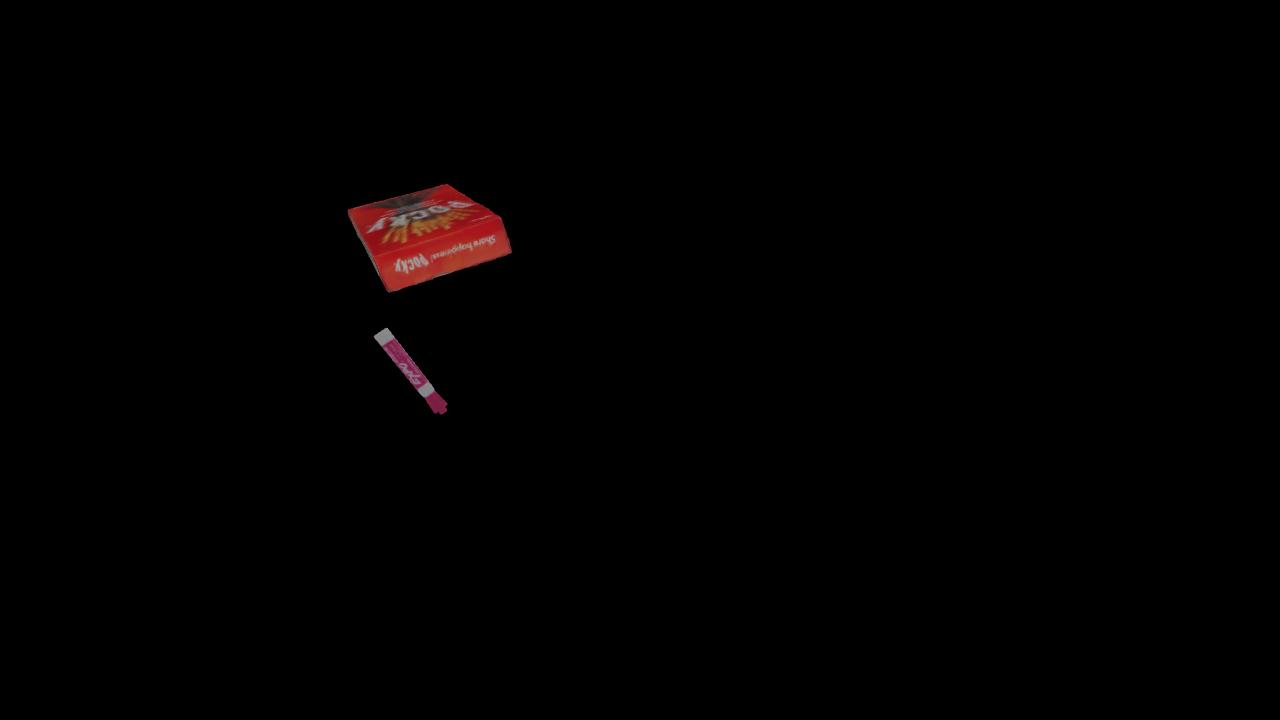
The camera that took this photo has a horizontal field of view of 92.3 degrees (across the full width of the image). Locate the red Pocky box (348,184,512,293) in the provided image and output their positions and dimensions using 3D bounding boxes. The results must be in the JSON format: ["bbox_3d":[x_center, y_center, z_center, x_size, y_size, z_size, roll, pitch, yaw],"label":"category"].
[{"bbox_3d":[-0.154,-0.093,0.437,0.083,0.028,0.155,-22,31,-21],"label":"red Pocky box"}]

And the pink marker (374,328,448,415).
[{"bbox_3d":[-0.272,0.016,0.735,0.020,0.121,0.020,-33,13,8],"label":"pink marker"}]
